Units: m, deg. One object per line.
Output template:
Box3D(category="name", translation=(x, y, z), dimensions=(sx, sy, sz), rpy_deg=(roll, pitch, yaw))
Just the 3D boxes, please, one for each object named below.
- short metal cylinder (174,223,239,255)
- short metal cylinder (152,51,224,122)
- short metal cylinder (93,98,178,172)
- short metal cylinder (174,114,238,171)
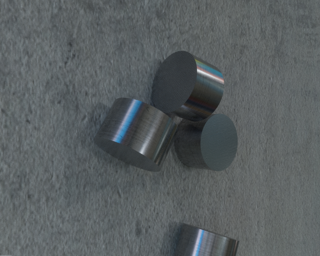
Box3D(category="short metal cylinder", translation=(0.063, 0.168, 0.425), dimensions=(0.080, 0.080, 0.050), rpy_deg=(28, 72, -37))
Box3D(category="short metal cylinder", translation=(0.035, -0.053, 0.400), dimensions=(0.050, 0.080, 0.080), rpy_deg=(16, 80, -39))
Box3D(category="short metal cylinder", translation=(-0.026, 0.009, 0.348), dimensions=(0.080, 0.080, 0.050), rpy_deg=(38, 67, -34))
Box3D(category="short metal cylinder", translation=(0.067, 0.020, 0.447), dimensions=(0.081, 0.050, 0.079), rpy_deg=(0, 90, -40))
